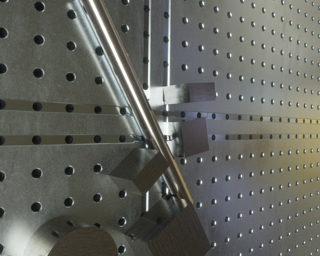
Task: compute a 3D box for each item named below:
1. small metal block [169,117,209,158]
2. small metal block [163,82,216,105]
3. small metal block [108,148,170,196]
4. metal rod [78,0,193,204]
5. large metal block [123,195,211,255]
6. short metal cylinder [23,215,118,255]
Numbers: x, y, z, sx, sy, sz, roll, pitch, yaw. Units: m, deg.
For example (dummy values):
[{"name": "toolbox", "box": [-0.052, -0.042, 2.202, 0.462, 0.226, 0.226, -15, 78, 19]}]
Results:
[{"name": "small metal block", "box": [0.042, 0.012, 0.447, 0.050, 0.025, 0.050, -12, 98, -40]}, {"name": "small metal block", "box": [0.041, -0.048, 0.429, 0.050, 0.050, 0.025, -8, 96, -40]}, {"name": "small metal block", "box": [-0.025, 0.051, 0.374, 0.050, 0.050, 0.025, -47, 118, -30]}, {"name": "metal rod", "box": [-0.022, -0.020, 0.392, 0.025, 0.025, 0.299, -38, 113, -34]}, {"name": "large metal block", "box": [0.012, 0.148, 0.406, 0.080, 0.050, 0.080, -37, 113, -34]}, {"name": "short metal cylinder", "box": [-0.091, 0.136, 0.318, 0.081, 0.050, 0.079, 0, 90, -40]}]
